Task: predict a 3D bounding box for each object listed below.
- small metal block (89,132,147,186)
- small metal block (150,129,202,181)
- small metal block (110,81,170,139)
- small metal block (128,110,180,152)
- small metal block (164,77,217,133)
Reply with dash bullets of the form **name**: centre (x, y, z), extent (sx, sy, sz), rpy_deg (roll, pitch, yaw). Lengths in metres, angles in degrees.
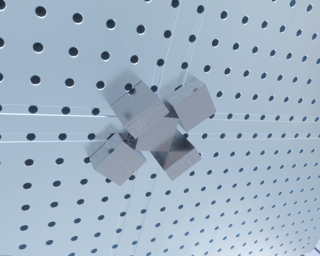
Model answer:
- **small metal block**: centre (-0.054, 0.041, 0.406), extent (0.050, 0.025, 0.050), rpy_deg (-44, 130, 2)
- **small metal block**: centre (0.021, 0.037, 0.428), extent (0.050, 0.050, 0.025), rpy_deg (-36, 129, -4)
- **small metal block**: centre (-0.025, -0.022, 0.367), extent (0.050, 0.050, 0.025), rpy_deg (-39, 130, -1)
- **small metal block**: centre (-0.008, 0.003, 0.407), extent (0.050, 0.025, 0.050), rpy_deg (4, 115, -29)
- **small metal block**: centre (0.042, -0.031, 0.414), extent (0.050, 0.025, 0.050), rpy_deg (-34, 129, -5)
